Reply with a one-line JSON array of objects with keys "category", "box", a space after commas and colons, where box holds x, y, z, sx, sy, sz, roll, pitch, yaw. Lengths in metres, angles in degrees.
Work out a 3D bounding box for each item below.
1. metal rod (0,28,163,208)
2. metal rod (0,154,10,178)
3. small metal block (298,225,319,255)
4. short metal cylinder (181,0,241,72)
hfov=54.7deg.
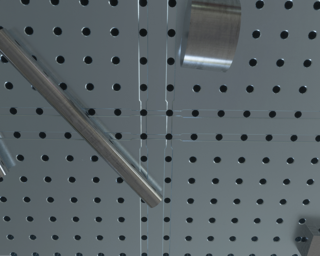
[{"category": "metal rod", "box": [-0.100, -0.002, 0.411, 0.025, 0.025, 0.300, -37, 106, 12]}, {"category": "metal rod", "box": [-0.271, -0.067, 0.386, 0.025, 0.025, 0.298, -17, 109, 6]}, {"category": "small metal block", "box": [0.252, 0.181, 0.483, 0.050, 0.025, 0.050, 5, 110, -2]}, {"category": "short metal cylinder", "box": [0.053, -0.105, 0.346, 0.050, 0.080, 0.079, 6, 110, -2]}]
